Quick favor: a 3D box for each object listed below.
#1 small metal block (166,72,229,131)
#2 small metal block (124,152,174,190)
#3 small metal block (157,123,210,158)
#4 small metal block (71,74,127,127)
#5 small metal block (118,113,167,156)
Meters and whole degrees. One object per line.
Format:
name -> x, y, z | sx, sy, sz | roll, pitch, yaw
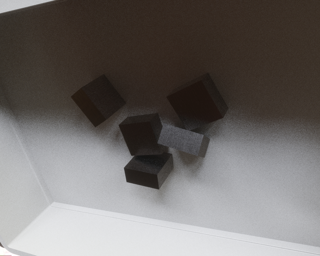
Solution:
small metal block -> 0.044, -0.030, 0.367 | 0.050, 0.025, 0.050 | -23, 106, 36
small metal block -> -0.015, 0.056, 0.435 | 0.050, 0.050, 0.025 | 8, 122, 24
small metal block -> 0.031, 0.016, 0.383 | 0.050, 0.050, 0.025 | 16, 87, 19
small metal block -> -0.080, -0.037, 0.412 | 0.025, 0.050, 0.050 | -30, 102, 38
small metal block -> -0.022, 0.010, 0.426 | 0.050, 0.025, 0.050 | -6, 116, 31
